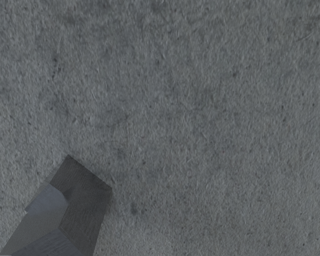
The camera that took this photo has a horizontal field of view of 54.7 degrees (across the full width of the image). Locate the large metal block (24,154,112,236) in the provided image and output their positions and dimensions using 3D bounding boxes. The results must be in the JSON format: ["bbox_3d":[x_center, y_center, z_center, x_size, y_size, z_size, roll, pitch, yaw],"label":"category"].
[{"bbox_3d":[-0.117,0.093,0.413,0.080,0.080,0.050,42,105,-14],"label":"large metal block"}]

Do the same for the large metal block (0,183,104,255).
[{"bbox_3d":[-0.115,0.118,0.337,0.080,0.080,0.050,-31,108,10],"label":"large metal block"}]
